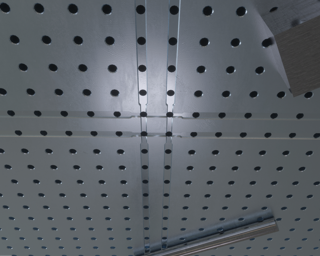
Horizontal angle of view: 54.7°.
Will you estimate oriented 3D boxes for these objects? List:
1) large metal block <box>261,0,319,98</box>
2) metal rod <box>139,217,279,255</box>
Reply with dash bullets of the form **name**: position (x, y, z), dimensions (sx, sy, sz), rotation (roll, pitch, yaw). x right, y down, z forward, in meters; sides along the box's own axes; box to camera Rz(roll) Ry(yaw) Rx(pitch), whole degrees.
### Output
- **large metal block**: position (0.161, -0.090, 0.320), dimensions (0.080, 0.050, 0.080), rotation (-22, 127, 18)
- **metal rod**: position (0.080, 0.230, 0.608), dimensions (0.300, 0.025, 0.025), rotation (-23, 127, 18)
